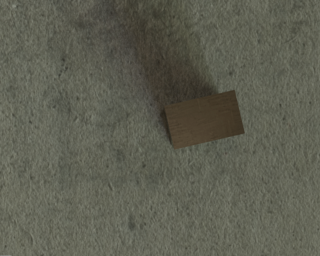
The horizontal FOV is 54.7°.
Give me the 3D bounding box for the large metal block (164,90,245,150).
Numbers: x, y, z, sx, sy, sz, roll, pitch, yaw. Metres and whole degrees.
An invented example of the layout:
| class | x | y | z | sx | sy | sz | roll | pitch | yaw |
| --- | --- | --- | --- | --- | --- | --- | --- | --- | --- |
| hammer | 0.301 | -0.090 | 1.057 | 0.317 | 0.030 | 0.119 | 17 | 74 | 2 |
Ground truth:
| class | x | y | z | sx | sy | sz | roll | pitch | yaw |
| --- | --- | --- | --- | --- | --- | --- | --- | --- | --- |
| large metal block | 0.049 | -0.009 | 0.383 | 0.080 | 0.080 | 0.050 | -13 | 90 | 0 |
